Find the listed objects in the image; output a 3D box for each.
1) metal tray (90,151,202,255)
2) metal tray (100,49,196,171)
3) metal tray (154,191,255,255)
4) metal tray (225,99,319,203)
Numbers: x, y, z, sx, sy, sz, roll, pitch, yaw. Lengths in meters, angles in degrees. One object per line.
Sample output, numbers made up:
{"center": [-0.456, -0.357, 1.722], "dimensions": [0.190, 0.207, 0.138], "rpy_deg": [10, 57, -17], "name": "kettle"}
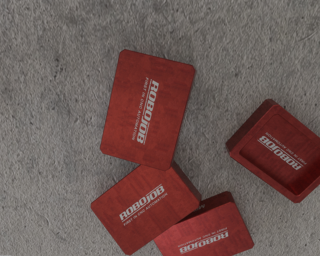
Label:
{"center": [-0.020, 0.102, 0.429], "dimensions": [0.130, 0.030, 0.090], "rpy_deg": [-39, 86, 13], "name": "metal tray"}
{"center": [-0.015, -0.022, 0.379], "dimensions": [0.090, 0.030, 0.129], "rpy_deg": [15, 101, 7], "name": "metal tray"}
{"center": [0.063, 0.160, 0.467], "dimensions": [0.130, 0.030, 0.090], "rpy_deg": [-24, 109, 8], "name": "metal tray"}
{"center": [0.167, 0.033, 0.420], "dimensions": [0.130, 0.030, 0.090], "rpy_deg": [35, 106, -12], "name": "metal tray"}
